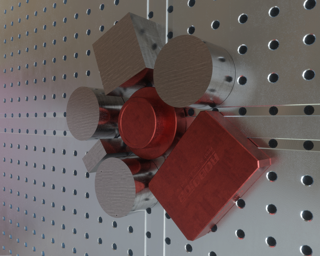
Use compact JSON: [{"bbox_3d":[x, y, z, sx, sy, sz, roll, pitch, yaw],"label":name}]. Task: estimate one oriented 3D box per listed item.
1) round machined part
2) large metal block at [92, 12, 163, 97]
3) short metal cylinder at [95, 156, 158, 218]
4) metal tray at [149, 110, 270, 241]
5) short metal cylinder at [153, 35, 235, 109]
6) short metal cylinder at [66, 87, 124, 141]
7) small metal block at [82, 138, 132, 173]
[{"bbox_3d":[-0.018,-0.007,0.412,0.098,0.042,0.097,0,90,40],"label":"round machined part"},{"bbox_3d":[-0.041,-0.096,0.427,0.080,0.050,0.080,-27,73,37],"label":"large metal block"},{"bbox_3d":[-0.045,0.079,0.430,0.080,0.050,0.080,0,90,40],"label":"short metal cylinder"},{"bbox_3d":[0.051,0.055,0.363,0.090,0.030,0.129,48,118,29],"label":"metal tray"},{"bbox_3d":[0.039,-0.062,0.360,0.080,0.050,0.080,0,90,40],"label":"short metal cylinder"},{"bbox_3d":[-0.098,-0.021,0.473,0.080,0.050,0.080,0,90,40],"label":"short metal cylinder"},{"bbox_3d":[-0.077,0.040,0.456,0.050,0.050,0.025,-45,63,31],"label":"small metal block"}]
